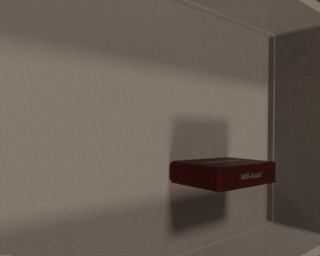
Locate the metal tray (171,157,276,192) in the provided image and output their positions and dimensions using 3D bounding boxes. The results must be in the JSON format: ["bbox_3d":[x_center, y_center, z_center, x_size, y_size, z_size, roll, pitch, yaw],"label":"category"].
[{"bbox_3d":[0.092,0.063,0.444,0.131,0.090,0.030,1,89,-40],"label":"metal tray"}]
